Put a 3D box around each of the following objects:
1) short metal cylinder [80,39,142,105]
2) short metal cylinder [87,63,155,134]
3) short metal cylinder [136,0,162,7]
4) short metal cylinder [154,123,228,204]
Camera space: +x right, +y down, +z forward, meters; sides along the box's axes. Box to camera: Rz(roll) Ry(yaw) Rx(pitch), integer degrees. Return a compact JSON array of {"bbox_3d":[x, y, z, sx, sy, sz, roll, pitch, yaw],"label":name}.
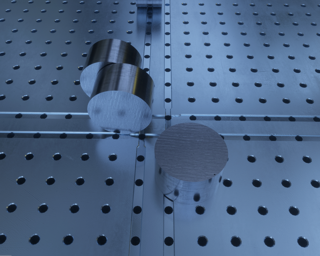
[{"bbox_3d":[-0.067,-0.077,0.436,0.081,0.080,0.050,2,50,1],"label":"short metal cylinder"},{"bbox_3d":[-0.049,-0.037,0.402,0.080,0.080,0.050,3,50,2],"label":"short metal cylinder"},{"bbox_3d":[-0.021,-0.279,0.606,0.050,0.080,0.080,0,50,0],"label":"short metal cylinder"},{"bbox_3d":[0.034,0.040,0.358,0.081,0.050,0.080,0,50,0],"label":"short metal cylinder"}]
